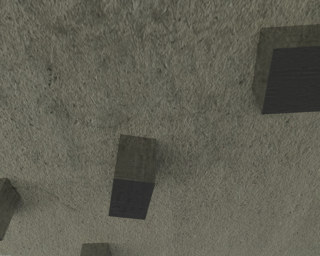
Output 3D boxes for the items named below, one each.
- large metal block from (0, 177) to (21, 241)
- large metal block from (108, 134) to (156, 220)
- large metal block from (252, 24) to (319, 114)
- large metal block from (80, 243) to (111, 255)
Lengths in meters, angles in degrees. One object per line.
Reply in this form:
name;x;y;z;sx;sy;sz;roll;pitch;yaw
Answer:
large metal block;-0.277;0.127;0.477;0.080;0.080;0.050;-7;130;6
large metal block;-0.038;0.067;0.428;0.050;0.080;0.079;8;130;-7
large metal block;0.151;-0.064;0.338;0.080;0.050;0.080;-3;130;2
large metal block;-0.127;0.286;0.613;0.050;0.080;0.080;-3;130;2
